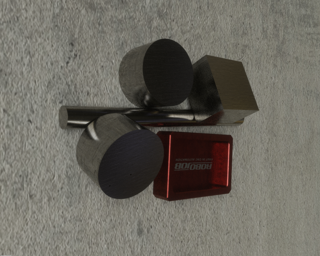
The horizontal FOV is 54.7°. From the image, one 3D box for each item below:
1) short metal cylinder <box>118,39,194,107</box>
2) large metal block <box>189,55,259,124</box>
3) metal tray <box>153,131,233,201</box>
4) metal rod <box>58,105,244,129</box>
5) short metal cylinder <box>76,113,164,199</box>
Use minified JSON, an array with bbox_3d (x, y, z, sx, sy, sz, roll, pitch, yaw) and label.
[{"bbox_3d":[-0.004,-0.066,0.386,0.081,0.050,0.080,0,89,-40],"label":"short metal cylinder"},{"bbox_3d":[0.087,-0.053,0.447,0.081,0.050,0.080,-1,70,-40],"label":"large metal block"},{"bbox_3d":[0.052,0.052,0.445,0.131,0.030,0.089,4,87,-40],"label":"metal tray"},{"bbox_3d":[0.015,-0.014,0.420,0.302,0.025,0.025,-1,91,-40],"label":"metal rod"},{"bbox_3d":[-0.043,0.030,0.338,0.081,0.050,0.079,-19,123,-33],"label":"short metal cylinder"}]
